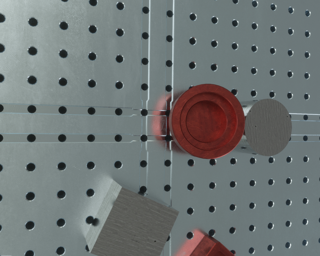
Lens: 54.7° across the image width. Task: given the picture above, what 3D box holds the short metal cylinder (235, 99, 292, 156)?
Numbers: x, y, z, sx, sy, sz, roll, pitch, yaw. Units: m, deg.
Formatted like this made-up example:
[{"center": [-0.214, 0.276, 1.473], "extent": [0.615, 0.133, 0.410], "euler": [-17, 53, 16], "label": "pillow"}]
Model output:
[{"center": [0.142, -0.001, 0.451], "extent": [0.081, 0.050, 0.080], "euler": [0, 90, -21], "label": "short metal cylinder"}]

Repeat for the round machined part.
[{"center": [0.060, -0.008, 0.419], "extent": [0.099, 0.042, 0.097], "euler": [0, 88, -9], "label": "round machined part"}]

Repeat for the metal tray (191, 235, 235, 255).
[{"center": [0.064, 0.231, 0.433], "extent": [0.090, 0.030, 0.130], "euler": [45, 76, -15], "label": "metal tray"}]

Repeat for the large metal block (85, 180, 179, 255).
[{"center": [-0.035, 0.121, 0.386], "extent": [0.080, 0.050, 0.080], "euler": [28, 81, -18], "label": "large metal block"}]
